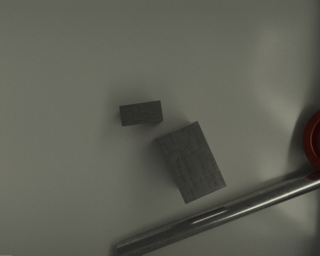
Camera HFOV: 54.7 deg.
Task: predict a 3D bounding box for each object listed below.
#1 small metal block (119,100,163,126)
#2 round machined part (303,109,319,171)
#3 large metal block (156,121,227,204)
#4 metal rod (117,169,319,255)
[{"bbox_3d":[-0.023,-0.018,0.399,0.050,0.050,0.025,-8,90,0],"label":"small metal block"},{"bbox_3d":[0.237,0.017,0.388,0.042,0.098,0.097,18,90,-39],"label":"round machined part"},{"bbox_3d":[0.035,0.038,0.384,0.050,0.080,0.080,-24,90,0],"label":"large metal block"},{"bbox_3d":[0.089,0.113,0.412,0.302,0.025,0.025,-20,90,-1],"label":"metal rod"}]
